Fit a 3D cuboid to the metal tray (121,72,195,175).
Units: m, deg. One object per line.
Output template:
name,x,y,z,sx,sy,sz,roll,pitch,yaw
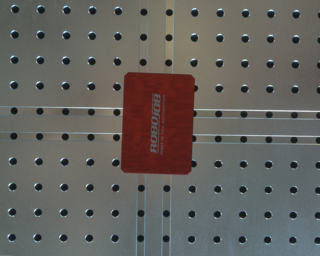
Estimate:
metal tray,-0.003,-0.006,0.410,0.091,0.030,0.129,2,90,-1
